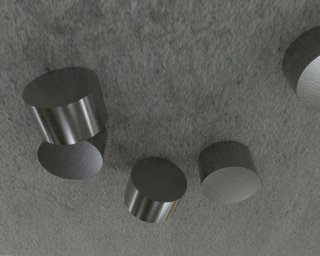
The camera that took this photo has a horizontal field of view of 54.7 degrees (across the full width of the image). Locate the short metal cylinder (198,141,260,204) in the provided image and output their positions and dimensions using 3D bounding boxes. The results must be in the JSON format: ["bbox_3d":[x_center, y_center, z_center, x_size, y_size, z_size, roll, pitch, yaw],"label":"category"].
[{"bbox_3d":[0.097,0.064,0.447,0.081,0.050,0.079,0,130,0],"label":"short metal cylinder"}]

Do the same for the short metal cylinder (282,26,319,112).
[{"bbox_3d":[0.183,-0.065,0.339,0.081,0.050,0.079,0,130,0],"label":"short metal cylinder"}]

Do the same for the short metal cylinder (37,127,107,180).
[{"bbox_3d":[-0.113,0.023,0.409,0.081,0.050,0.079,0,130,0],"label":"short metal cylinder"}]

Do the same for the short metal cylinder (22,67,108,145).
[{"bbox_3d":[-0.103,-0.026,0.347,0.080,0.080,0.050,-4,130,3],"label":"short metal cylinder"}]

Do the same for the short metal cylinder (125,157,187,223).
[{"bbox_3d":[-0.007,0.088,0.446,0.081,0.080,0.050,12,129,-10],"label":"short metal cylinder"}]
